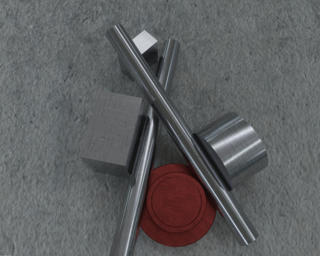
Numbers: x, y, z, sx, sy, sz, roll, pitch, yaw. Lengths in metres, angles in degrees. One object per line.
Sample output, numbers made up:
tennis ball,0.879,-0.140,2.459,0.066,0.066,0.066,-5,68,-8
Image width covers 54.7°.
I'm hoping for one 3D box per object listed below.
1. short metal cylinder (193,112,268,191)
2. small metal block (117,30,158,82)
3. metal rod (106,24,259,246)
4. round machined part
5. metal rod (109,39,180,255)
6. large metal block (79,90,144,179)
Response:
short metal cylinder,0.082,0.028,0.371,0.050,0.080,0.080,-31,73,-11
small metal block,-0.030,-0.099,0.432,0.050,0.050,0.025,-43,76,-14
metal rod,0.022,0.002,0.372,0.025,0.025,0.299,-31,82,-11
round machined part,0.019,0.090,0.368,0.099,0.042,0.098,0,70,-1
metal rod,-0.012,0.009,0.390,0.025,0.025,0.300,11,64,4
large metal block,-0.053,0.011,0.375,0.050,0.080,0.080,11,70,4
